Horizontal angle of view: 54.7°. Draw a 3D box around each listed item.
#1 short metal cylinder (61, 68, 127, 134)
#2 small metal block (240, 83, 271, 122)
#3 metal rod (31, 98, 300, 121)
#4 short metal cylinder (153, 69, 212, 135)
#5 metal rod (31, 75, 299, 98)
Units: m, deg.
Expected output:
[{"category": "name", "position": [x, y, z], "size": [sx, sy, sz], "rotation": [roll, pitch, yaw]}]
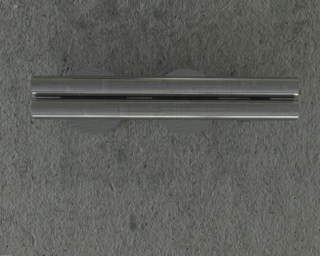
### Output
[{"category": "short metal cylinder", "position": [-0.080, -0.033, 0.397], "size": [0.081, 0.050, 0.080], "rotation": [0, 90, 0]}, {"category": "small metal block", "position": [0.122, -0.033, 0.401], "size": [0.025, 0.050, 0.050], "rotation": [-2, 90, 0]}, {"category": "metal rod", "position": [0.007, -0.022, 0.360], "size": [0.302, 0.025, 0.025], "rotation": [0, 90, -1]}, {"category": "short metal cylinder", "position": [0.031, -0.032, 0.399], "size": [0.081, 0.050, 0.080], "rotation": [0, 90, 0]}, {"category": "metal rod", "position": [0.006, -0.048, 0.360], "size": [0.302, 0.025, 0.025], "rotation": [0, 90, -1]}]
